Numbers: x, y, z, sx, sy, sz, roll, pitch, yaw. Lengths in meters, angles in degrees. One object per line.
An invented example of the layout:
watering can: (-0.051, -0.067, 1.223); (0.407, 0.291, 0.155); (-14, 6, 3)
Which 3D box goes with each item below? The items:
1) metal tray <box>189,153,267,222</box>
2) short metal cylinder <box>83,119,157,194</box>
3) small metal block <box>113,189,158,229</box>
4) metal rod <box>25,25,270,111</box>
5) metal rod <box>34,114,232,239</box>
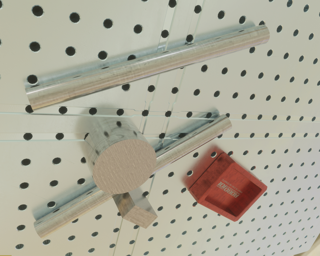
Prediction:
metal tray: (0.123, 0.108, 0.544); (0.090, 0.030, 0.130); (-50, 129, 7)
short metal cylinder: (-0.051, 0.036, 0.390); (0.081, 0.050, 0.079); (-14, 125, -21)
small metal block: (-0.037, 0.111, 0.445); (0.025, 0.050, 0.050); (-47, 130, 4)
metal rod: (0.001, -0.077, 0.365); (0.302, 0.025, 0.025); (-19, 126, -18)
metal rod: (-0.030, 0.062, 0.434); (0.302, 0.025, 0.025); (-29, 129, -10)
